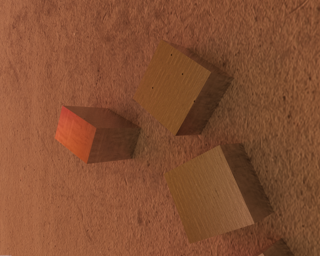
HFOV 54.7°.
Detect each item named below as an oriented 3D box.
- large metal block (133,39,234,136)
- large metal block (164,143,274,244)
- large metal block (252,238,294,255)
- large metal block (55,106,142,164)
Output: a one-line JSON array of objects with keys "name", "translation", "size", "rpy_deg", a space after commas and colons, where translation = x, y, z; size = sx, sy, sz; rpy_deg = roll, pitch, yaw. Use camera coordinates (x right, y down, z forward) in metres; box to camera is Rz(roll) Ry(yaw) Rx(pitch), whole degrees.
[{"name": "large metal block", "translation": [0.025, -0.047, 0.368], "size": [0.080, 0.050, 0.080], "rpy_deg": [42, 115, 32]}, {"name": "large metal block", "translation": [0.062, 0.070, 0.338], "size": [0.080, 0.050, 0.080], "rpy_deg": [-33, 70, 35]}, {"name": "large metal block", "translation": [0.105, 0.169, 0.302], "size": [0.080, 0.050, 0.080], "rpy_deg": [-48, 62, 29]}, {"name": "large metal block", "translation": [-0.088, 0.007, 0.442], "size": [0.080, 0.081, 0.050], "rpy_deg": [29, 108, 36]}]
